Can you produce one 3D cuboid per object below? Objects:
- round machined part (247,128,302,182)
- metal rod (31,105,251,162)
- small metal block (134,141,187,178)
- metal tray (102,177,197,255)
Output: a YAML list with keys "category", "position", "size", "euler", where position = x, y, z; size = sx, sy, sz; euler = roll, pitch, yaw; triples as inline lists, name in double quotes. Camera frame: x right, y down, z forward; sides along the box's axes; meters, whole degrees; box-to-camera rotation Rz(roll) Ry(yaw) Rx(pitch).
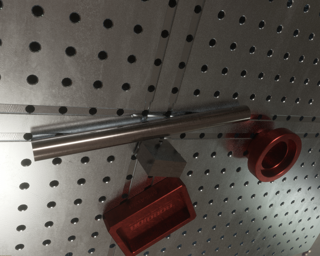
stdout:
- category: "round machined part"
  position: [0.190, 0.042, 0.533]
  size: [0.099, 0.042, 0.097]
  euler: [-14, 125, -21]
- category: "metal rod"
  position: [-0.007, 0.002, 0.409]
  size: [0.303, 0.025, 0.025]
  euler: [-10, 123, -24]
- category: "small metal block"
  position: [0.000, 0.042, 0.422]
  size: [0.050, 0.050, 0.025]
  euler: [9, 114, -33]
- category: "metal tray"
  position: [-0.013, 0.140, 0.489]
  size: [0.131, 0.030, 0.090]
  euler: [-29, 129, -11]
